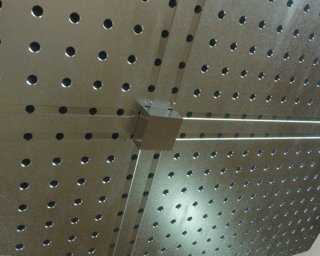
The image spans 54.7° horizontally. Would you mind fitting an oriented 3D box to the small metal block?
[{"bbox_3d":[-0.003,0.002,0.412,0.050,0.025,0.050,5,116,-31],"label":"small metal block"}]
